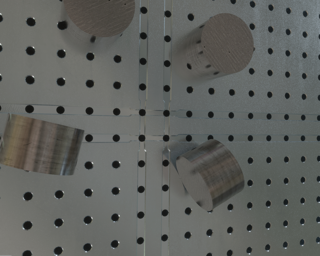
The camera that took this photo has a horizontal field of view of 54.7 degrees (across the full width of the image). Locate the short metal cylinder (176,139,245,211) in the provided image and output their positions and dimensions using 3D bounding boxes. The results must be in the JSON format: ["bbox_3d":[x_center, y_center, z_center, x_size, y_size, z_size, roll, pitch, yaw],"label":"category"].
[{"bbox_3d":[0.064,0.061,0.409,0.050,0.080,0.080,-27,99,-18],"label":"short metal cylinder"}]

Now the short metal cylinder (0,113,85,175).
[{"bbox_3d":[-0.128,0.018,0.337,0.081,0.080,0.050,14,85,-20],"label":"short metal cylinder"}]

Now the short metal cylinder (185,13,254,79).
[{"bbox_3d":[0.081,-0.111,0.431,0.081,0.050,0.079,0,90,-21],"label":"short metal cylinder"}]

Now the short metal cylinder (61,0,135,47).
[{"bbox_3d":[-0.076,-0.142,0.372,0.081,0.050,0.079,0,90,-20],"label":"short metal cylinder"}]
